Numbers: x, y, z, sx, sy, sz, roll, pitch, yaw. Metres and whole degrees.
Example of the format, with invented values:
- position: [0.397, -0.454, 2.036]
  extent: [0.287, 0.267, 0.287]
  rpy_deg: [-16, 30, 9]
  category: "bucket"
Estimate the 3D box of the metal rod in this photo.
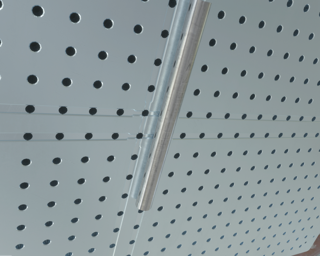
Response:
- position: [0.011, -0.013, 0.410]
  extent: [0.025, 0.025, 0.298]
  rpy_deg: [1, 118, -29]
  category: "metal rod"
